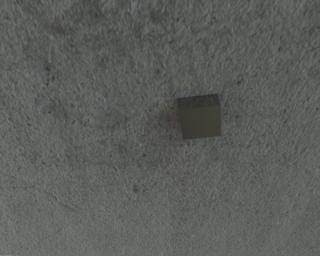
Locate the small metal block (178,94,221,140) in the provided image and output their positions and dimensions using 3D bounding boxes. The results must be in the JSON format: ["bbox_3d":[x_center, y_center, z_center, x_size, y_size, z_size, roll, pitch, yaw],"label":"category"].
[{"bbox_3d":[0.051,-0.014,0.396,0.050,0.025,0.050,-7,130,5],"label":"small metal block"}]
